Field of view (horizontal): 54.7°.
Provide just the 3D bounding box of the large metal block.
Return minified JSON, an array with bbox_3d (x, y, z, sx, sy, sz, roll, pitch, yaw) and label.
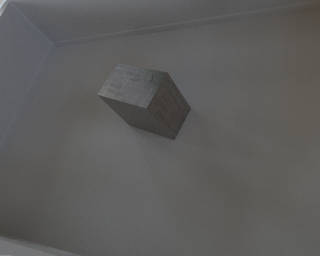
[{"bbox_3d":[-0.018,-0.034,0.399,0.080,0.080,0.050,18,71,34],"label":"large metal block"}]
